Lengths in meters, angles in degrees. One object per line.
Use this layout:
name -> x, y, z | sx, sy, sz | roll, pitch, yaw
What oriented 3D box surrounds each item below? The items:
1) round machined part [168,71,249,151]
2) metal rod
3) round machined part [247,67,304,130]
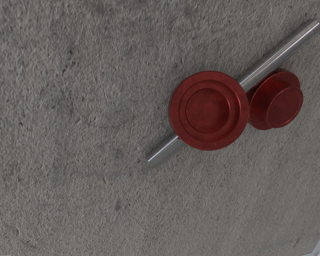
round machined part -> 0.059, -0.022, 0.396 | 0.099, 0.042, 0.097 | -1, 95, -6
metal rod -> 0.102, -0.048, 0.433 | 0.300, 0.025, 0.025 | -40, 130, -1
round machined part -> 0.175, -0.039, 0.468 | 0.099, 0.042, 0.097 | -14, 124, -21
